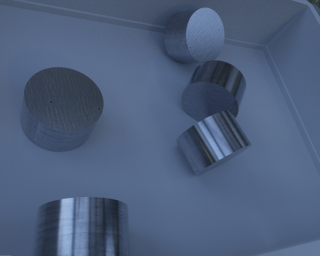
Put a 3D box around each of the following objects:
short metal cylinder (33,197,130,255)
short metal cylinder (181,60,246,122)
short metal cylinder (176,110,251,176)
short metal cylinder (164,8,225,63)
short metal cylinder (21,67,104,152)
[{"bbox_3d":[-0.068,0.097,0.274,0.081,0.080,0.050,8,58,-24],"label":"short metal cylinder"},{"bbox_3d":[0.077,-0.048,0.441,0.080,0.080,0.050,33,52,-7],"label":"short metal cylinder"},{"bbox_3d":[0.068,0.020,0.395,0.081,0.080,0.050,-18,71,-35],"label":"short metal cylinder"},{"bbox_3d":[0.053,-0.141,0.479,0.081,0.050,0.079,-9,106,-36],"label":"short metal cylinder"},{"bbox_3d":[-0.109,-0.020,0.343,0.081,0.050,0.080,14,56,-21],"label":"short metal cylinder"}]
